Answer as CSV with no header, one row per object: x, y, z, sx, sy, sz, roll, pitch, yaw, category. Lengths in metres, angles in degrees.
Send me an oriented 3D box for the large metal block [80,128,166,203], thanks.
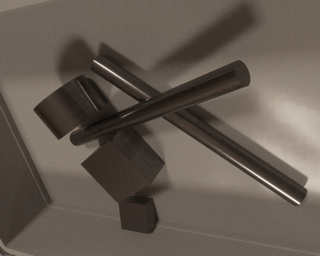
-0.054,0.052,0.451,0.080,0.050,0.080,48,128,-6,large metal block

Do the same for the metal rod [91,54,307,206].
0.044,-0.001,0.384,0.301,0.025,0.025,34,129,5,metal rod

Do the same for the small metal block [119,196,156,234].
-0.037,0.140,0.505,0.050,0.025,0.050,1,103,27,small metal block

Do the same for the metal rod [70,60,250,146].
-0.028,-0.016,0.381,0.299,0.025,0.025,-18,110,44,metal rod

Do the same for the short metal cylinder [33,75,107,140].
-0.120,-0.028,0.417,0.080,0.080,0.050,-29,103,37,short metal cylinder
